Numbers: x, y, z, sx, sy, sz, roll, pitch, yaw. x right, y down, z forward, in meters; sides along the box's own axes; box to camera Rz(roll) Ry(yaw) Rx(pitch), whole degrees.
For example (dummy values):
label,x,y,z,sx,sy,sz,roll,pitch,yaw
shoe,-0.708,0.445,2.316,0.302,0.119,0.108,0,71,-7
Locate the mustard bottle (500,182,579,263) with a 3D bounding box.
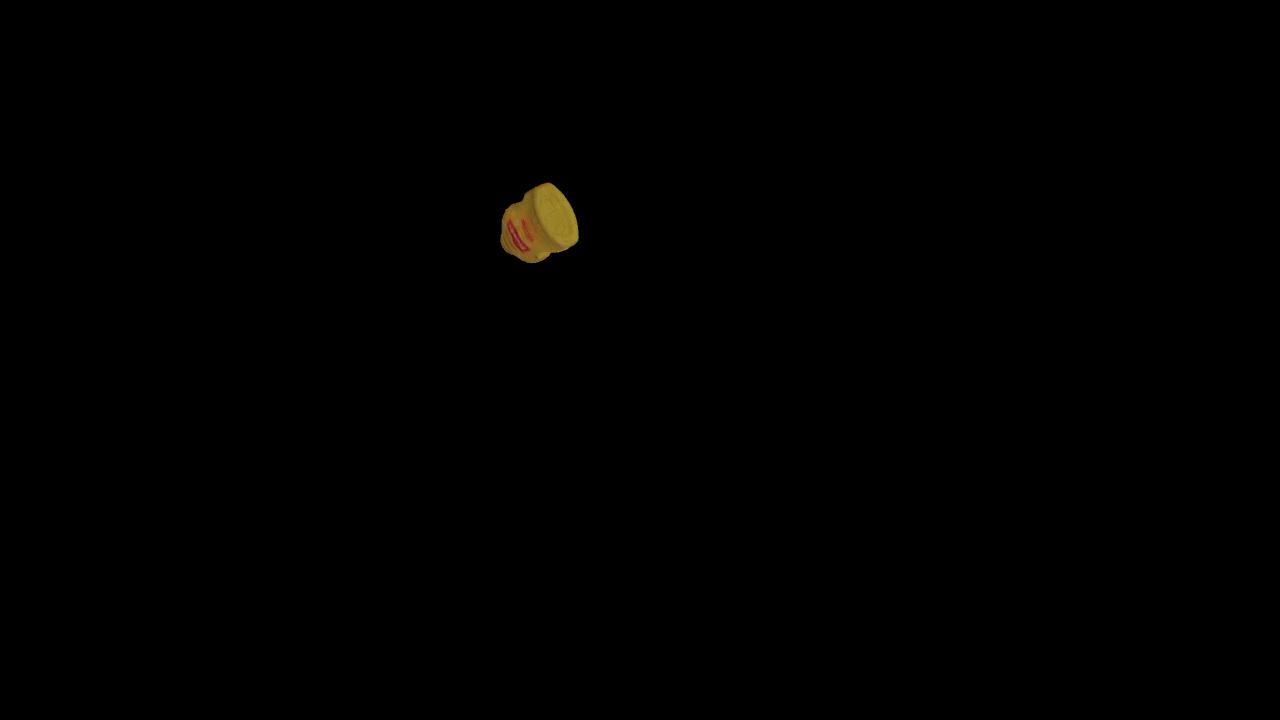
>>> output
label,x,y,z,sx,sy,sz,roll,pitch,yaw
mustard bottle,-0.157,-0.186,0.888,0.054,0.092,0.184,-39,17,-29
